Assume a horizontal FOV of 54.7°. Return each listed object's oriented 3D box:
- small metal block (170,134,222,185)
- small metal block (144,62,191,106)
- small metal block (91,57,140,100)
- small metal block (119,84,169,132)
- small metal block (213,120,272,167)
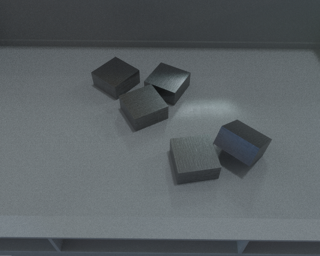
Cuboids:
[{"bbox_3d":[0.041,0.037,0.374,0.050,0.025,0.050,-7,50,-6],"label":"small metal block"},{"bbox_3d":[0.011,-0.066,0.461,0.050,0.025,0.050,23,54,18],"label":"small metal block"},{"bbox_3d":[-0.066,-0.076,0.469,0.050,0.025,0.050,33,57,24],"label":"small metal block"},{"bbox_3d":[-0.023,-0.029,0.429,0.050,0.025,0.050,-23,54,-18],"label":"small metal block"},{"bbox_3d":[0.101,0.016,0.378,0.050,0.025,0.050,34,27,25],"label":"small metal block"}]
